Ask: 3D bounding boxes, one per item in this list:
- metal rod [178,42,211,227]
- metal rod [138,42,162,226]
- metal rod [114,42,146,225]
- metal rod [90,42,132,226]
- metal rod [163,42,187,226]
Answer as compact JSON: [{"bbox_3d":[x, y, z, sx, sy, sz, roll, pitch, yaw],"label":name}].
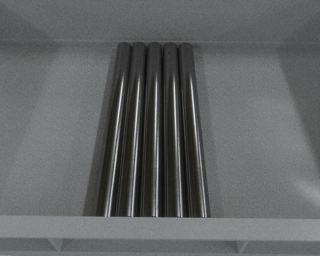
[{"bbox_3d":[0.041,-0.017,0.418,0.025,0.025,0.300,0,50,0],"label":"metal rod"},{"bbox_3d":[-0.009,-0.018,0.418,0.025,0.025,0.300,0,50,0],"label":"metal rod"},{"bbox_3d":[-0.035,-0.018,0.418,0.025,0.025,0.300,0,50,0],"label":"metal rod"},{"bbox_3d":[-0.059,-0.018,0.418,0.025,0.025,0.300,0,50,0],"label":"metal rod"},{"bbox_3d":[0.016,-0.018,0.418,0.025,0.025,0.300,0,50,0],"label":"metal rod"}]
